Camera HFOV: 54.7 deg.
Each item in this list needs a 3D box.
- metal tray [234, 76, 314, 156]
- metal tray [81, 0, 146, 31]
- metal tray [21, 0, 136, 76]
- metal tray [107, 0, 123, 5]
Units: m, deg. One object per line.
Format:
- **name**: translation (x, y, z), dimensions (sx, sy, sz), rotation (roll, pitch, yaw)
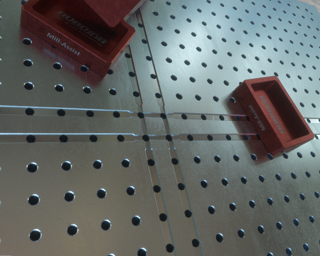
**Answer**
- **metal tray**: translation (0.194, -0.025, 0.527), dimensions (0.091, 0.030, 0.130), rotation (-12, 68, -34)
- **metal tray**: translation (-0.052, -0.212, 0.425), dimensions (0.130, 0.030, 0.090), rotation (-45, 99, 2)
- **metal tray**: translation (-0.110, -0.141, 0.432), dimensions (0.130, 0.030, 0.090), rotation (32, 51, -8)
- **metal tray**: translation (-0.035, -0.264, 0.509), dimensions (0.030, 0.090, 0.131), rotation (45, 51, 2)
